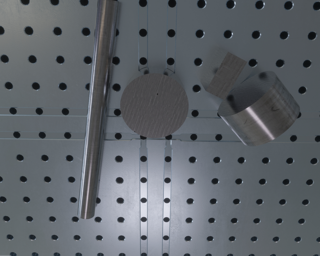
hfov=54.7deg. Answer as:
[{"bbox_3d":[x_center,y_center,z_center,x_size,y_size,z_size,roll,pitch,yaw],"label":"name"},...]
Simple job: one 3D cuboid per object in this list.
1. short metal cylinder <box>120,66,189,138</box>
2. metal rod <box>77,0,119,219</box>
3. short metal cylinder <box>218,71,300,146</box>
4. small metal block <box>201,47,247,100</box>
[{"bbox_3d":[-0.006,-0.033,0.388,0.081,0.050,0.079,0,110,0],"label":"short metal cylinder"},{"bbox_3d":[-0.084,-0.011,0.408,0.025,0.025,0.298,9,110,-4],"label":"metal rod"},{"bbox_3d":[0.119,-0.024,0.377,0.080,0.080,0.050,-39,106,13],"label":"short metal cylinder"},{"bbox_3d":[0.075,-0.067,0.376,0.025,0.050,0.050,25,108,-9],"label":"small metal block"}]
